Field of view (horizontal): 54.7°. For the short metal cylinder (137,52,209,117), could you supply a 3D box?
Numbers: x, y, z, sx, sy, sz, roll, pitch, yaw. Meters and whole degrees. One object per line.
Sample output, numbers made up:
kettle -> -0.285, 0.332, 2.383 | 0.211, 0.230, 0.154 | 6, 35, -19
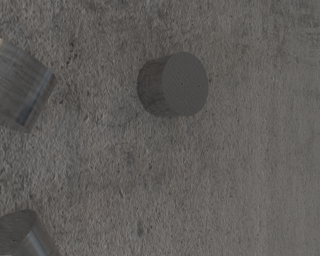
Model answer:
short metal cylinder -> 0.017, -0.054, 0.402 | 0.081, 0.050, 0.080 | 0, 90, -40

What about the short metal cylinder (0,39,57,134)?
short metal cylinder -> -0.135, -0.035, 0.256 | 0.080, 0.080, 0.050 | 33, 70, -35

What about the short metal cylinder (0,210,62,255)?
short metal cylinder -> -0.130, 0.115, 0.260 | 0.081, 0.080, 0.050 | -35, 112, -35
